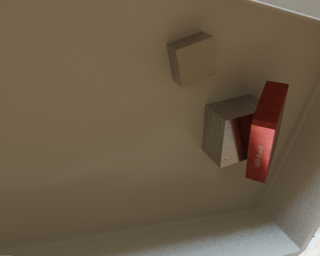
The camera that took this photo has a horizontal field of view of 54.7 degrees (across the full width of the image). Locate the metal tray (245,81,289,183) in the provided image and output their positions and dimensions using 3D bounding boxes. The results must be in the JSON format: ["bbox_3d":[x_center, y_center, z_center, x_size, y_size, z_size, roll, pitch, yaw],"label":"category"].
[{"bbox_3d":[0.155,0.008,0.452,0.090,0.030,0.129,-59,152,-35],"label":"metal tray"}]

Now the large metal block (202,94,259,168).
[{"bbox_3d":[0.112,0.003,0.458,0.081,0.050,0.079,-15,125,-21],"label":"large metal block"}]

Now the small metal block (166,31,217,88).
[{"bbox_3d":[0.040,-0.084,0.380,0.050,0.025,0.050,-24,128,-14],"label":"small metal block"}]
